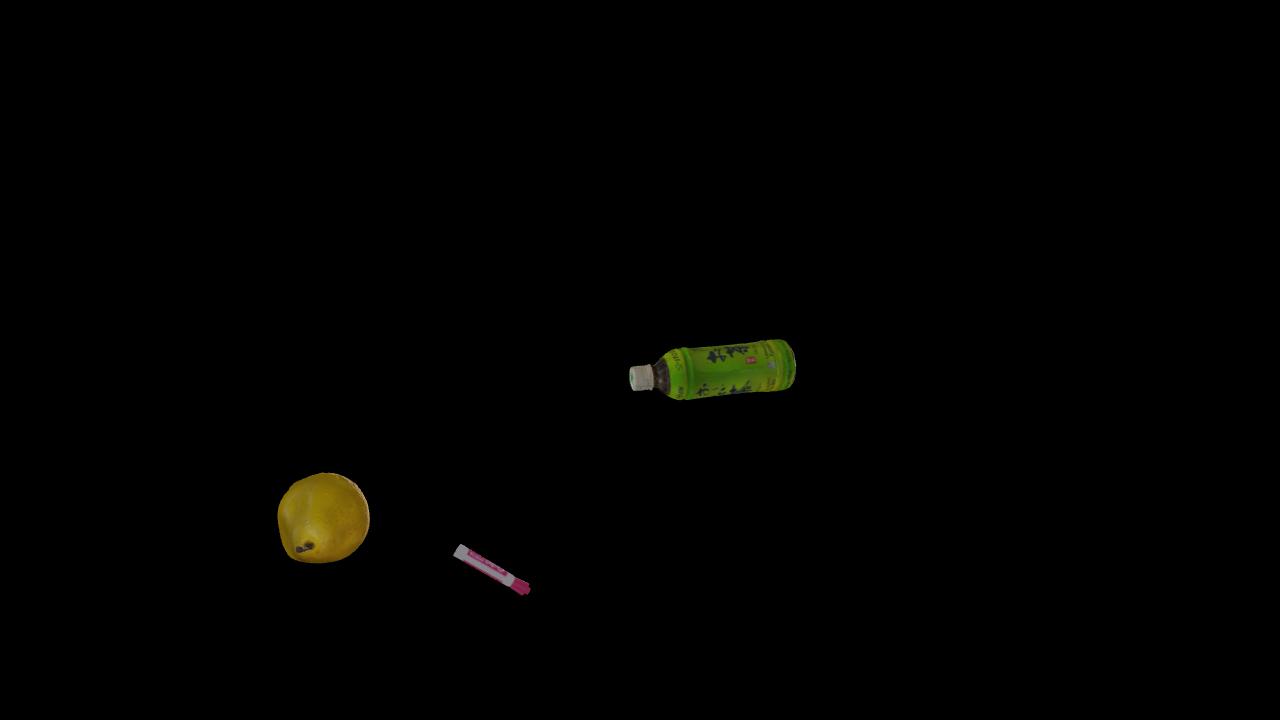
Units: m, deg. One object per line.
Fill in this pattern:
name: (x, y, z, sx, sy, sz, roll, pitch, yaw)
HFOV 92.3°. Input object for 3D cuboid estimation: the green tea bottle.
green tea bottle: (0.091, 0.015, 0.793, 0.212, 0.073, 0.073, -6, 1, -12)

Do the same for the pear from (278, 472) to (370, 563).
pear: (-0.273, 0.147, 0.528, 0.080, 0.080, 0.111, 0, 16, -22)

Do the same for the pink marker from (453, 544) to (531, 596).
pink marker: (-0.210, 0.301, 0.879, 0.121, 0.020, 0.020, 34, -6, -9)
